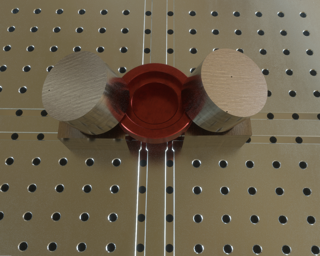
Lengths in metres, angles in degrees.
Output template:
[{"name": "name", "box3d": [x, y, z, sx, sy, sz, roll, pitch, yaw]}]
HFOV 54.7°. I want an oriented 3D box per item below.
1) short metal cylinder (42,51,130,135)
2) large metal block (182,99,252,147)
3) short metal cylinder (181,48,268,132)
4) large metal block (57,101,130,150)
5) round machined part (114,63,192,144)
[{"name": "short metal cylinder", "box3d": [-0.081, -0.038, 0.345, 0.080, 0.050, 0.080, -7, 70, 20]}, {"name": "large metal block", "box3d": [0.069, -0.020, 0.406, 0.081, 0.050, 0.080, -1, 70, -1]}, {"name": "short metal cylinder", "box3d": [0.071, -0.041, 0.347, 0.081, 0.050, 0.080, 7, 68, -19]}, {"name": "large metal block", "box3d": [-0.081, -0.017, 0.404, 0.080, 0.050, 0.080, 1, 70, 0]}, {"name": "round machined part", "box3d": [-0.006, -0.027, 0.381, 0.099, 0.042, 0.098, 0, 70, 0]}]
